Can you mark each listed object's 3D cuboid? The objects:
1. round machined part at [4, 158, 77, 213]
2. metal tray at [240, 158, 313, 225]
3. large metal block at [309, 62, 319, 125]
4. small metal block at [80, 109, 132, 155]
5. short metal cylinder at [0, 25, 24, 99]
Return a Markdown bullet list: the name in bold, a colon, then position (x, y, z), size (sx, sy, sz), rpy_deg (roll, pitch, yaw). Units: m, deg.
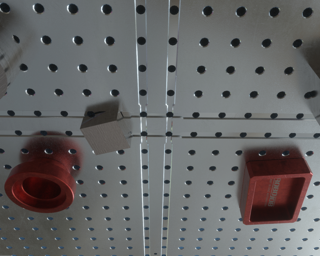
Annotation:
- **round machined part**: position (-0.177, 0.083, 0.470), size (0.099, 0.042, 0.097), rpy_deg (0, 130, 0)
- **metal tray**: position (0.182, 0.106, 0.500), size (0.091, 0.030, 0.129), rpy_deg (-4, 130, 3)
- **large metal block**: position (0.228, -0.041, 0.362), size (0.080, 0.050, 0.080), rpy_deg (-16, 129, 13)
- **small metal block**: position (-0.071, 0.006, 0.416), size (0.050, 0.025, 0.050), rpy_deg (-13, 129, 10)
- **short metal cylinder**: position (-0.197, -0.071, 0.333), size (0.081, 0.050, 0.079), rpy_deg (0, 130, 0)
